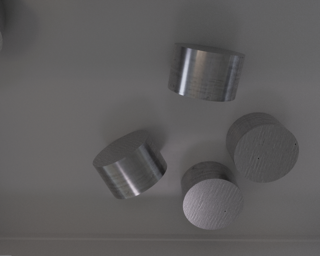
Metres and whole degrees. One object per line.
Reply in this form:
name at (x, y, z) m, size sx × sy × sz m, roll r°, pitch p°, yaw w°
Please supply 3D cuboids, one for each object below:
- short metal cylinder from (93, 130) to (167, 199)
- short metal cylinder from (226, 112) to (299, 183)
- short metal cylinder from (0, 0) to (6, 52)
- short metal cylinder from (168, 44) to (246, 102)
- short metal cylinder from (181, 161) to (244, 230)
short metal cylinder at (-0.038, 0.045, 0.398) m, size 0.080 × 0.080 × 0.050 m, roll -26°, pitch 108°, yaw 9°
short metal cylinder at (0.132, 0.025, 0.408) m, size 0.081 × 0.050 × 0.079 m, roll 0°, pitch 110°, yaw 0°
short metal cylinder at (-0.213, -0.114, 0.334) m, size 0.081 × 0.050 × 0.080 m, roll -11°, pitch 143°, yaw -8°
short metal cylinder at (0.052, -0.066, 0.358) m, size 0.081 × 0.080 × 0.050 m, roll 8°, pitch 110°, yaw -3°
short metal cylinder at (0.071, 0.093, 0.433) m, size 0.081 × 0.050 × 0.079 m, roll 0°, pitch 110°, yaw 0°
